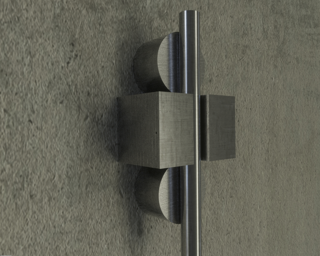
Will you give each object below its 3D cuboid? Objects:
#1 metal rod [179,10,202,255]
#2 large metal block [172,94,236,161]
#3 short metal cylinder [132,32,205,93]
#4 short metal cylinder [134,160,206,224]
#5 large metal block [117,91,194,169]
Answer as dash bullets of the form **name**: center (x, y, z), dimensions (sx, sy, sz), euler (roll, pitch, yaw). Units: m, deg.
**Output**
- **metal rod**: center (0.036, 0.013, 0.371), dimensions (0.025, 0.025, 0.298), euler (-1, 90, -40)
- **large metal block**: center (0.052, -0.001, 0.413), dimensions (0.050, 0.080, 0.080), euler (-1, 91, -40)
- **short metal cylinder**: center (0.012, -0.078, 0.399), dimensions (0.081, 0.050, 0.080), euler (0, 89, -40)
- **short metal cylinder**: center (0.013, 0.078, 0.402), dimensions (0.081, 0.050, 0.080), euler (0, 89, -40)
- **large metal block**: center (-0.007, 0.002, 0.364), dimensions (0.050, 0.080, 0.080), euler (-1, 91, -40)
